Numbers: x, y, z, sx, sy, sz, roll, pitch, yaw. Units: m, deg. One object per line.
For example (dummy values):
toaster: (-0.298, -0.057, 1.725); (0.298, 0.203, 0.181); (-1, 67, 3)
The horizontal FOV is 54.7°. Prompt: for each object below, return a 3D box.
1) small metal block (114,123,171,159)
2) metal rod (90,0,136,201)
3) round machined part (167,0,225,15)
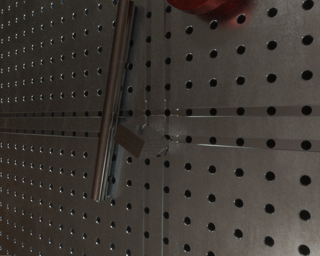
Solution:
small metal block: (-0.024, 0.016, 0.411); (0.050, 0.050, 0.025); (33, 111, 34)
metal rod: (-0.072, -0.036, 0.465); (0.025, 0.025, 0.298); (16, 100, 38)
round machined part: (0.051, -0.179, 0.355); (0.098, 0.042, 0.097); (0, 90, 39)
